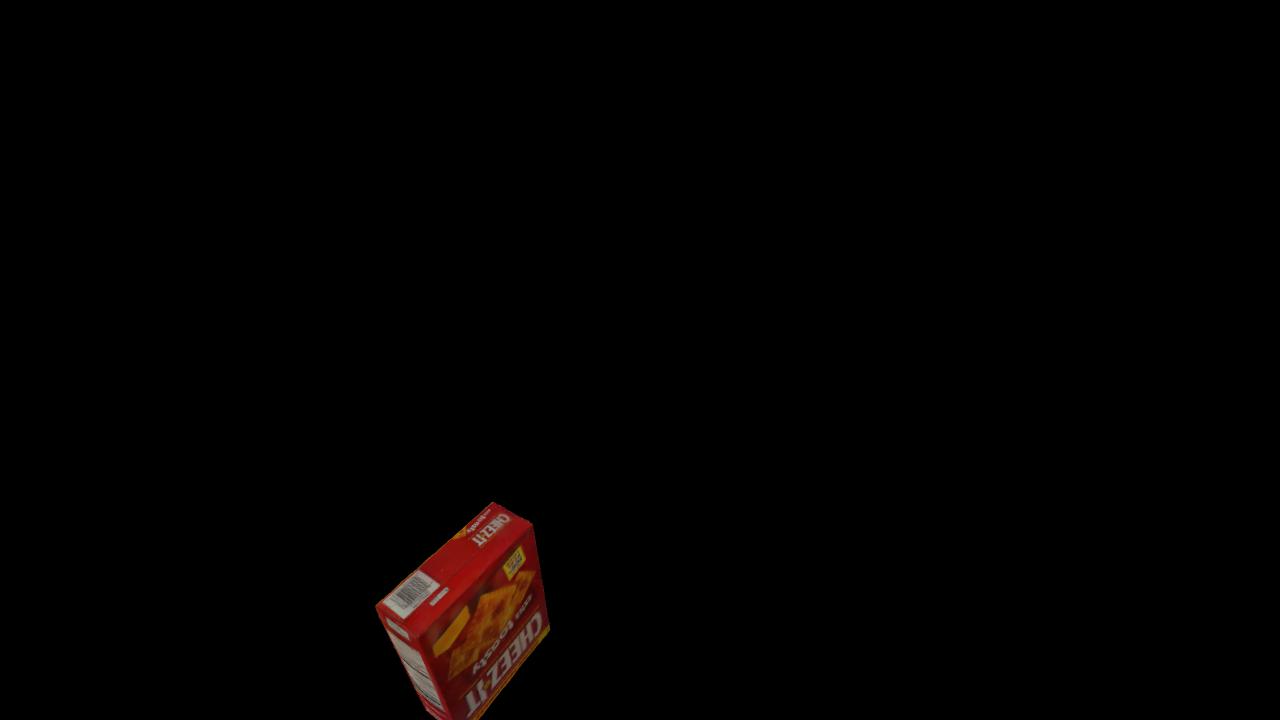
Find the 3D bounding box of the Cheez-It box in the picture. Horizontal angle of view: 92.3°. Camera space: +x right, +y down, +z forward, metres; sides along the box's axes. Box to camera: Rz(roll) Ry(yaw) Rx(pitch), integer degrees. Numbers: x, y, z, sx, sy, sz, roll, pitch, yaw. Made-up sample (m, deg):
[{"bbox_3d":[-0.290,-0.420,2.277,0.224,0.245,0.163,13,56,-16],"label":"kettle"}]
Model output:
[{"bbox_3d":[-0.188,0.299,0.706,0.071,0.223,0.166,21,41,27],"label":"Cheez-It box"}]
